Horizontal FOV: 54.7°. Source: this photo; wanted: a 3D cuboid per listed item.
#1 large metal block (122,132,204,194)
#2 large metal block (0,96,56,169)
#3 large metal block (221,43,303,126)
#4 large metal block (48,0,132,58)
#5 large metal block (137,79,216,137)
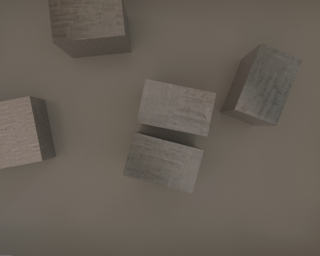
[{"bbox_3d":[0.003,0.038,0.384,0.080,0.080,0.050,15,90,-1],"label":"large metal block"},{"bbox_3d":[-0.189,0.008,0.396,0.080,0.050,0.080,-11,90,-1],"label":"large metal block"},{"bbox_3d":[0.121,-0.049,0.386,0.050,0.080,0.080,22,90,-1],"label":"large metal block"},{"bbox_3d":[-0.081,-0.124,0.383,0.081,0.080,0.050,-6,90,-1],"label":"large metal block"},{"bbox_3d":[0.018,-0.023,0.384,0.080,0.080,0.050,11,90,-1],"label":"large metal block"}]
